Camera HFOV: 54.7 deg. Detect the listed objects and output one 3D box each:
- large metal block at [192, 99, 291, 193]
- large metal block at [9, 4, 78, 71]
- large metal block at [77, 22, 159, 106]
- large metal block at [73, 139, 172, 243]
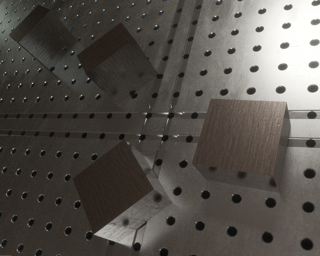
[{"bbox_3d":[0.090,0.017,0.334,0.080,0.050,0.080,6,64,30],"label":"large metal block"},{"bbox_3d":[-0.220,-0.172,0.591,0.050,0.080,0.080,34,81,38],"label":"large metal block"},{"bbox_3d":[-0.061,-0.093,0.460,0.080,0.080,0.050,-36,52,4],"label":"large metal block"},{"bbox_3d":[-0.046,0.074,0.369,0.080,0.050,0.080,-38,51,2],"label":"large metal block"}]
